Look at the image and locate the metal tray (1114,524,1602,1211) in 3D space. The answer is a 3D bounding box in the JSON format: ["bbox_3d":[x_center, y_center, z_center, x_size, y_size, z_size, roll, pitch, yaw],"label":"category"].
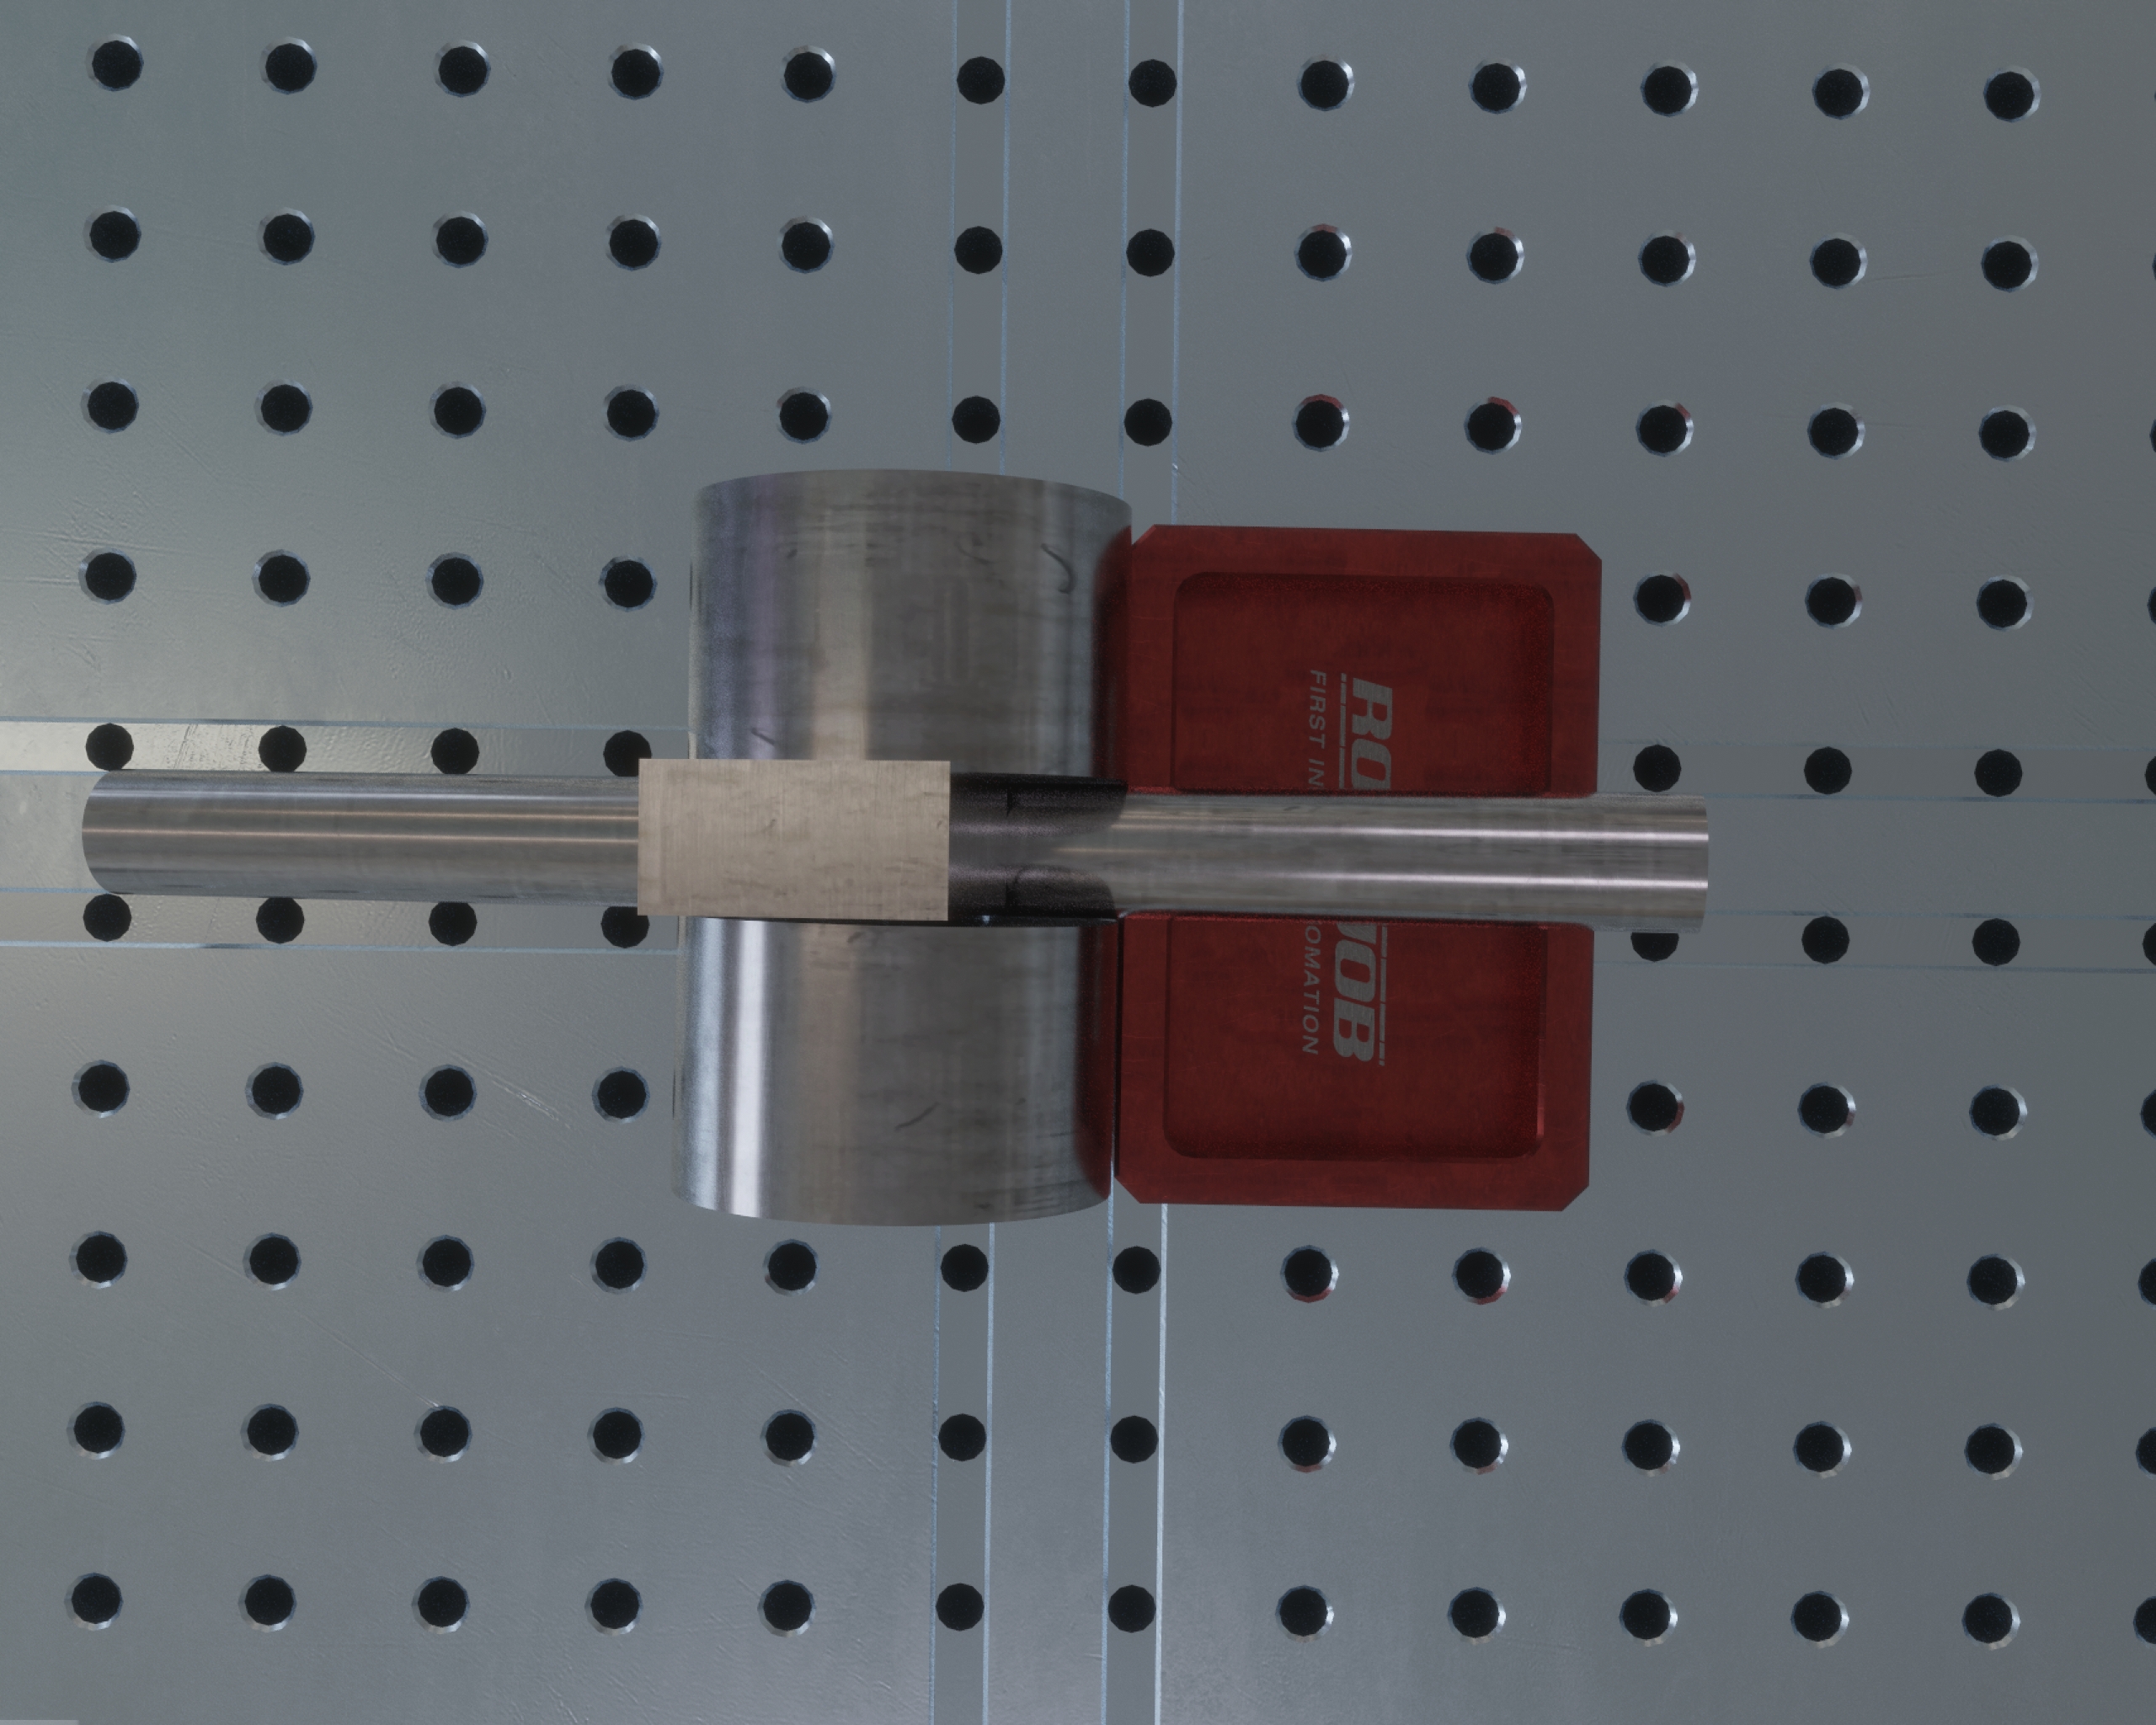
[{"bbox_3d":[0.053,0.001,0.411,0.091,0.030,0.129,1,90,0],"label":"metal tray"}]

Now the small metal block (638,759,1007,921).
[{"bbox_3d":[-0.041,-0.004,0.353,0.050,0.050,0.025,1,90,8],"label":"small metal block"}]

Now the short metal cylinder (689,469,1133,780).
[{"bbox_3d":[-0.031,-0.040,0.384,0.081,0.080,0.050,1,90,0],"label":"short metal cylinder"}]

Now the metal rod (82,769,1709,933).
[{"bbox_3d":[-0.040,-0.003,0.390,0.301,0.025,0.025,1,90,8],"label":"metal rod"}]

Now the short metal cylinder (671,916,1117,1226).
[{"bbox_3d":[-0.033,0.035,0.385,0.081,0.080,0.050,1,90,0],"label":"short metal cylinder"}]
